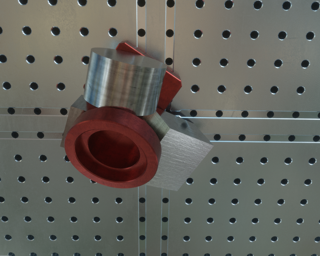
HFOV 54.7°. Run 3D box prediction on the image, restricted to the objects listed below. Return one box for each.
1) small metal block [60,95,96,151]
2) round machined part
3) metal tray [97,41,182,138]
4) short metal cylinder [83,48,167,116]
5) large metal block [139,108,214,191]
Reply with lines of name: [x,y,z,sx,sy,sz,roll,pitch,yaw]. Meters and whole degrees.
small metal block: [-0.092,-0.006,0.363,0.025,0.050,0.050,18,109,-7]
round machined part: [-0.047,0.017,0.330,0.098,0.042,0.097,7,131,8]
metal tray: [-0.045,-0.033,0.398,0.090,0.030,0.129,33,106,-12]
short metal cylinder: [-0.037,-0.051,0.332,0.081,0.080,0.050,13,110,-5]
large metal block: [0.006,0.028,0.391,0.080,0.050,0.080,21,112,-41]
